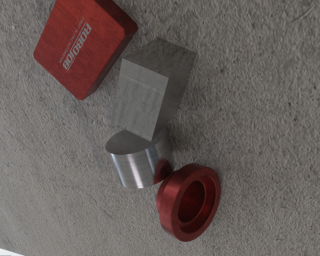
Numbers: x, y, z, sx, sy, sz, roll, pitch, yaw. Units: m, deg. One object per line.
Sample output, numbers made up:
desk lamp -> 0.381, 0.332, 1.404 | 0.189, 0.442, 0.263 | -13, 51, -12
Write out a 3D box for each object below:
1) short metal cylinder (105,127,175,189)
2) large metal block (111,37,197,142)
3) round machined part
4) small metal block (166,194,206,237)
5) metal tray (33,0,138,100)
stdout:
short metal cylinder -> -0.025, 0.034, 0.406 | 0.080, 0.080, 0.050 | -1, 118, 29
large metal block -> -0.006, -0.045, 0.347 | 0.050, 0.080, 0.079 | 25, 127, 12
round machined part -> 0.033, 0.092, 0.403 | 0.042, 0.099, 0.097 | 15, 127, 43
small metal block -> 0.039, 0.131, 0.467 | 0.050, 0.025, 0.050 | 6, 121, 25
metal tray -> -0.098, -0.107, 0.389 | 0.090, 0.030, 0.129 | 44, 129, -2
